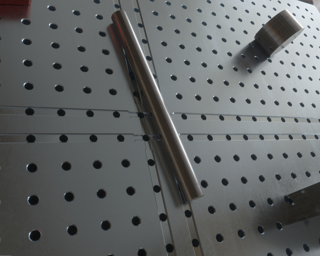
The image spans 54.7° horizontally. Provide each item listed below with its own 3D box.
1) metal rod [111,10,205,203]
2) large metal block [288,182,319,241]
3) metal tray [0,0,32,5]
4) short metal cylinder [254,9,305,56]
[{"bbox_3d":[-0.010,-0.043,0.430,0.025,0.025,0.299,-9,66,-32],"label":"metal rod"},{"bbox_3d":[0.242,0.120,0.433,0.080,0.080,0.050,29,52,-11],"label":"large metal block"},{"bbox_3d":[-0.234,-0.226,0.416,0.091,0.030,0.130,-11,68,-33],"label":"metal tray"},{"bbox_3d":[0.238,-0.189,0.620,0.081,0.080,0.050,-30,79,-38],"label":"short metal cylinder"}]
